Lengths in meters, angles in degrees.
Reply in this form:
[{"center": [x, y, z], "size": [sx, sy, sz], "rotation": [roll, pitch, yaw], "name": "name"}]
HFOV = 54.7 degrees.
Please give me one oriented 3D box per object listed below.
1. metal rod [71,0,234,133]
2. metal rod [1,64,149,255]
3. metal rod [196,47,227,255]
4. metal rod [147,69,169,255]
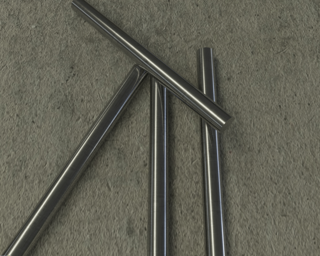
[{"center": [-0.024, -0.097, 0.420], "size": [0.025, 0.025, 0.300], "rotation": [-42, 67, -14], "name": "metal rod"}, {"center": [-0.101, 0.040, 0.392], "size": [0.025, 0.025, 0.300], "rotation": [28, 72, 10], "name": "metal rod"}, {"center": [0.064, 0.031, 0.397], "size": [0.025, 0.025, 0.299], "rotation": [0, 70, 0], "name": "metal rod"}, {"center": [-0.002, 0.062, 0.385], "size": [0.025, 0.025, 0.299], "rotation": [0, 70, 0], "name": "metal rod"}]
